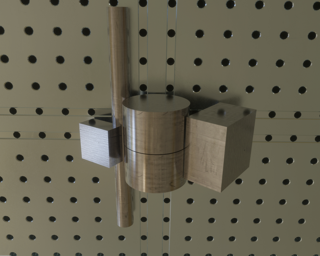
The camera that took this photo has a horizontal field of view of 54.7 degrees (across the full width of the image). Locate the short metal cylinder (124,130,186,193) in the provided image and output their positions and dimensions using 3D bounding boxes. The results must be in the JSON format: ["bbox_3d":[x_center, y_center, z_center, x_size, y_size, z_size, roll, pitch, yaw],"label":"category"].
[{"bbox_3d":[-0.005,0.040,0.394,0.081,0.080,0.050,1,110,-1],"label":"short metal cylinder"}]

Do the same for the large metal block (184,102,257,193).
[{"bbox_3d":[0.074,0.020,0.380,0.050,0.081,0.079,16,115,35],"label":"large metal block"}]

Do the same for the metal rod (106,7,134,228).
[{"bbox_3d":[-0.050,0.000,0.408,0.025,0.025,0.298,0,110,0],"label":"metal rod"}]

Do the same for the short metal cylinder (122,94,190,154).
[{"bbox_3d":[-0.005,-0.007,0.377,0.081,0.080,0.050,1,110,-1],"label":"short metal cylinder"}]

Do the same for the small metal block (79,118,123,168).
[{"bbox_3d":[-0.077,0.019,0.403,0.050,0.025,0.050,13,113,32],"label":"small metal block"}]
